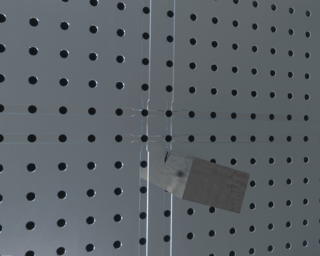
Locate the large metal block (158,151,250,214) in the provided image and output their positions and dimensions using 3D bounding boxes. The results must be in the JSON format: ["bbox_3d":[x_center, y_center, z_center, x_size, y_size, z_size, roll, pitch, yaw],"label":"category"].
[{"bbox_3d":[0.054,0.068,0.403,0.080,0.080,0.050,18,84,-19],"label":"large metal block"}]
